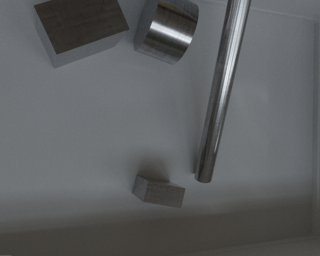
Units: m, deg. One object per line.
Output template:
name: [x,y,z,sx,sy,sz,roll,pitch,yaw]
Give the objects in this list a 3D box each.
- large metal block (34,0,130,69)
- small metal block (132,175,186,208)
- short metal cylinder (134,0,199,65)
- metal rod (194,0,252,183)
large metal block: [-0.090,-0.111,0.348,0.081,0.080,0.050,-26,99,-18]
small metal block: [-0.003,0.081,0.397,0.050,0.050,0.025,15,85,-20]
short metal cylinder: [0.006,-0.125,0.384,0.050,0.080,0.080,17,85,-20]
metal rod: [0.077,-0.063,0.374,0.025,0.025,0.298,-3,117,-20]
